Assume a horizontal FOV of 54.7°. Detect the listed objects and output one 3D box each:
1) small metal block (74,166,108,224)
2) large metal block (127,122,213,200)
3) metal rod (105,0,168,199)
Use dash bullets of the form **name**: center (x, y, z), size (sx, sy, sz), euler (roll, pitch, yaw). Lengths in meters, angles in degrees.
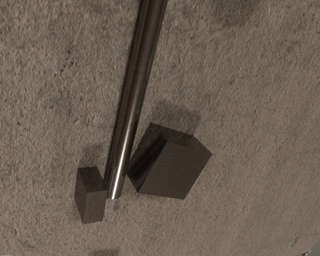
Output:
- **small metal block**: center (-0.089, 0.085, 0.395), size (0.025, 0.050, 0.050), euler (-2, 119, -28)
- **large metal block**: center (0.011, 0.048, 0.428), size (0.081, 0.050, 0.080), euler (17, 109, -35)
- **metal rod**: center (-0.030, -0.041, 0.366), size (0.025, 0.025, 0.298), euler (1, 118, -29)
